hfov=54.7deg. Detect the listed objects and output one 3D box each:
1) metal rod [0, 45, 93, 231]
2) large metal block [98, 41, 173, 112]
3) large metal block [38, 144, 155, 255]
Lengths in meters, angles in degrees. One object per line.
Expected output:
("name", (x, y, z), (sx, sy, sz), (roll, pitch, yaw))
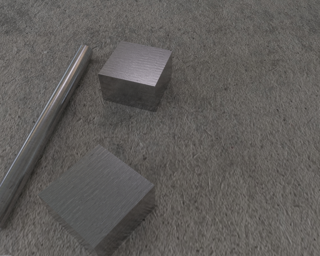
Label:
("metal rod", (-0.148, -0.013, 0.412), (0.025, 0.025, 0.300), (8, 50, 6))
("large metal block", (-0.032, -0.076, 0.451), (0.080, 0.050, 0.080), (14, 51, 11))
("large metal block", (-0.062, 0.076, 0.322), (0.080, 0.050, 0.080), (33, 57, 24))
